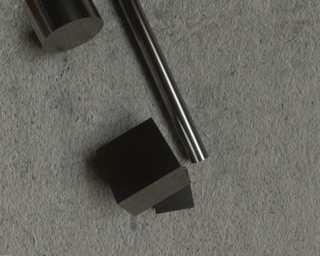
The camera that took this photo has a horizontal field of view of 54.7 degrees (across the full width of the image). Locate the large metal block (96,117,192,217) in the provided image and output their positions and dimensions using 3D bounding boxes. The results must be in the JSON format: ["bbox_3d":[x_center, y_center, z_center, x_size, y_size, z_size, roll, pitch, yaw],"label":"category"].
[{"bbox_3d":[-0.020,0.047,0.378,0.080,0.050,0.080,-31,53,0],"label":"large metal block"}]

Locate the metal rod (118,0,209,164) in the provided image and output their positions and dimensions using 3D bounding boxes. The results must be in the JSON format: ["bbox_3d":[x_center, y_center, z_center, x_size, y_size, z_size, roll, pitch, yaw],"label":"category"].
[{"bbox_3d":[-0.008,-0.094,0.409,0.025,0.025,0.299,-24,90,0],"label":"metal rod"}]

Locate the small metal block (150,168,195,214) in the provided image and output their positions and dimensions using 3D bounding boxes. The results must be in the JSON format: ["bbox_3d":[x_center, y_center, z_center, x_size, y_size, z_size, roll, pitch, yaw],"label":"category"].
[{"bbox_3d":[0.015,0.082,0.410,0.050,0.025,0.050,-10,90,0],"label":"small metal block"}]

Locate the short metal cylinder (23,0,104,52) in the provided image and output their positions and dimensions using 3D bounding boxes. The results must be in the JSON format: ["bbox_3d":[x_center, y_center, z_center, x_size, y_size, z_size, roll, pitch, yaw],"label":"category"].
[{"bbox_3d":[-0.117,-0.136,0.381,0.080,0.080,0.050,-27,90,0],"label":"short metal cylinder"}]
